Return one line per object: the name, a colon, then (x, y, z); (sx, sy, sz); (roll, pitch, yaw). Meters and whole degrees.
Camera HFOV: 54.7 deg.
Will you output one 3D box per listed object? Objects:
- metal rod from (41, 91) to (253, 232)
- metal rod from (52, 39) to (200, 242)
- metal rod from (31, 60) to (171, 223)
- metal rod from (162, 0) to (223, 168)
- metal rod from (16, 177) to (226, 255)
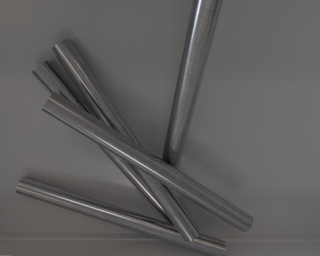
metal rod: (-0.002, 0.050, 0.381); (0.301, 0.025, 0.025); (34, 107, -16)
metal rod: (-0.038, 0.022, 0.397); (0.025, 0.025, 0.299); (-32, 99, 11)
metal rod: (-0.057, 0.036, 0.423); (0.025, 0.025, 0.300); (-36, 107, 12)
metal rod: (0.026, -0.025, 0.338); (0.025, 0.025, 0.298); (7, 135, -3)
metal rod: (-0.054, 0.127, 0.440); (0.302, 0.025, 0.025); (18, 109, 0)
